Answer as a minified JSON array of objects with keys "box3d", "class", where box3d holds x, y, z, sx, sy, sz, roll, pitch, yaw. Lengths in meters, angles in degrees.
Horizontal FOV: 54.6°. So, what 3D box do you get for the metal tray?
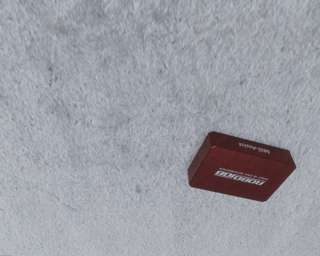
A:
[{"box3d":[0.117,0.060,0.456,0.131,0.030,0.089,14,129,-12],"class":"metal tray"}]
